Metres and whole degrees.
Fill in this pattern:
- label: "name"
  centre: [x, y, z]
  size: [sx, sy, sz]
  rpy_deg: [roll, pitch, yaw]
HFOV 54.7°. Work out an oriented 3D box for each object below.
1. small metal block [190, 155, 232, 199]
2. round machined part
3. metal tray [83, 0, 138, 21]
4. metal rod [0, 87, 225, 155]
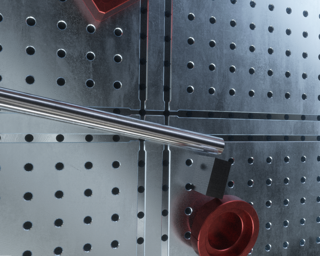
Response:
- label: "small metal block"
  centre: [0.069, 0.066, 0.426]
  size: [0.025, 0.050, 0.050]
  rpy_deg: [17, 84, -17]
- label: "round machined part"
  centre: [0.085, 0.139, 0.431]
  size: [0.099, 0.042, 0.097]
  rpy_deg: [-5, 102, -23]
- label: "metal tray"
  centre: [-0.074, -0.213, 0.382]
  size: [0.090, 0.030, 0.130]
  rpy_deg: [-36, 102, -17]
- label: "metal rod"
  centre: [-0.053, -0.005, 0.393]
  size: [0.302, 0.025, 0.025]
  rpy_deg: [13, 86, -20]
